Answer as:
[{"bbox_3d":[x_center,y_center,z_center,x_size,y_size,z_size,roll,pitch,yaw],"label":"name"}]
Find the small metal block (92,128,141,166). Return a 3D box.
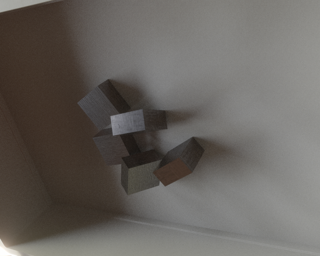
[{"bbox_3d":[-0.063,0.026,0.456,0.050,0.025,0.050,-11,113,32],"label":"small metal block"}]

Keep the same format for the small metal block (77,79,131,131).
[{"bbox_3d":[-0.077,-0.031,0.428,0.050,0.025,0.050,-30,102,37],"label":"small metal block"}]

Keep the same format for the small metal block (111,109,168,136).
[{"bbox_3d":[-0.026,-0.007,0.397,0.050,0.050,0.025,-10,86,32],"label":"small metal block"}]

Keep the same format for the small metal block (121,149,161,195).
[{"bbox_3d":[-0.027,0.063,0.441,0.025,0.050,0.050,48,142,46],"label":"small metal block"}]

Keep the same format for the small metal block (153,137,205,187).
[{"bbox_3d":[0.025,0.044,0.405,0.050,0.050,0.025,-35,99,38],"label":"small metal block"}]
